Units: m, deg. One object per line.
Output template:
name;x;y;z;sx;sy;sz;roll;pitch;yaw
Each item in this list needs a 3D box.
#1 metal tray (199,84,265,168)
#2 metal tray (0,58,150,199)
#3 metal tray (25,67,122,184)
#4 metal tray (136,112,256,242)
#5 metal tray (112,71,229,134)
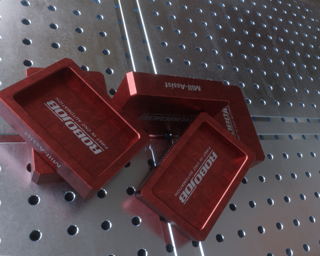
metal tray;0.094;-0.006;0.460;0.091;0.030;0.130;3;61;-27
metal tray;-0.086;-0.004;0.321;0.130;0.030;0.090;44;50;2
metal tray;-0.102;-0.006;0.355;0.091;0.030;0.130;-1;63;-29
metal tray;0.046;0.056;0.373;0.090;0.030;0.130;40;68;-2
metal tray;0.008;-0.026;0.387;0.131;0.090;0.030;1;61;-28
